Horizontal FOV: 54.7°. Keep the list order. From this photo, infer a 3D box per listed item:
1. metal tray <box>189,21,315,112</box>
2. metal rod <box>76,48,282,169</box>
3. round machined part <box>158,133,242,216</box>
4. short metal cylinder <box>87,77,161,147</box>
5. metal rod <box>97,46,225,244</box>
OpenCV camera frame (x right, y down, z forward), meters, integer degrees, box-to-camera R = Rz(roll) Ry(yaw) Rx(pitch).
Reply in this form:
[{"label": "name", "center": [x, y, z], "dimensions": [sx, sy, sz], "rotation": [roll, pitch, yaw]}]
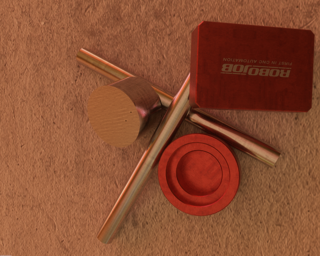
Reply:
[{"label": "metal tray", "center": [0.101, -0.064, 0.342], "dimensions": [0.131, 0.030, 0.089], "rotation": [2, 91, -8]}, {"label": "metal rod", "center": [0.012, -0.034, 0.407], "dimensions": [0.300, 0.025, 0.025], "rotation": [30, 100, 17]}, {"label": "round machined part", "center": [0.051, 0.055, 0.383], "dimensions": [0.098, 0.042, 0.097], "rotation": [0, 90, 20]}, {"label": "short metal cylinder", "center": [-0.046, -0.022, 0.399], "dimensions": [0.080, 0.050, 0.079], "rotation": [13, 116, 27]}, {"label": "metal rod", "center": [-0.007, 0.030, 0.394], "dimensions": [0.025, 0.025, 0.298], "rotation": [35, 108, 16]}]
